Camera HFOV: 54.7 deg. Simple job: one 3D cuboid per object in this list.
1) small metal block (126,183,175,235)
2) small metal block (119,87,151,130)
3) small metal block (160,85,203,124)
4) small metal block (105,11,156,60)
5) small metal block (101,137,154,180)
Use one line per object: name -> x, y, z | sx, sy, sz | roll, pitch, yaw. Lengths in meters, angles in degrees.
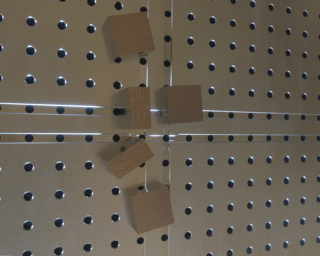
small metal block -> -0.013, 0.105, 0.409 | 0.050, 0.025, 0.050 | -12, 94, -20
small metal block -> -0.032, -0.024, 0.388 | 0.025, 0.050, 0.050 | -3, 91, -20
small metal block -> 0.030, -0.032, 0.425 | 0.050, 0.025, 0.050 | -5, 92, -20
small metal block -> -0.039, -0.118, 0.399 | 0.050, 0.025, 0.050 | -15, 95, -20
small metal block -> -0.042, 0.036, 0.385 | 0.050, 0.050, 0.025 | -33, 101, -17
